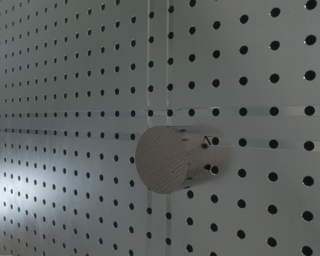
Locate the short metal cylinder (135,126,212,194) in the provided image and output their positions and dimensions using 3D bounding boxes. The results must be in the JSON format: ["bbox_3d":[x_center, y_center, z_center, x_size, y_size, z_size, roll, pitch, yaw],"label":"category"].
[{"bbox_3d":[0.016,0.037,0.381,0.080,0.050,0.080,0,90,40],"label":"short metal cylinder"}]
